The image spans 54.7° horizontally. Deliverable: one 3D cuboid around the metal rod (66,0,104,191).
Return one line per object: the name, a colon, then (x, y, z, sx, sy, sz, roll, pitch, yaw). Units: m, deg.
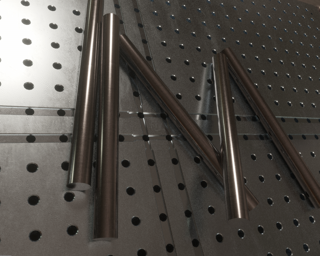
metal rod: (-0.092, -0.068, 0.400, 0.025, 0.025, 0.299, 11, 57, -23)

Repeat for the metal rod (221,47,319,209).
metal rod: (0.183, -0.009, 0.514, 0.025, 0.025, 0.299, -16, 70, -35)

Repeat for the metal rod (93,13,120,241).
metal rod: (-0.063, -0.022, 0.378, 0.025, 0.025, 0.299, 9, 61, -24)

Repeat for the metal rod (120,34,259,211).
metal rod: (0.031, -0.012, 0.433, 0.025, 0.025, 0.300, -31, 79, -38)

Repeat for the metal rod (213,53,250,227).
metal rod: (0.095, -0.008, 0.442, 0.025, 0.025, 0.300, 20, 47, -17)
